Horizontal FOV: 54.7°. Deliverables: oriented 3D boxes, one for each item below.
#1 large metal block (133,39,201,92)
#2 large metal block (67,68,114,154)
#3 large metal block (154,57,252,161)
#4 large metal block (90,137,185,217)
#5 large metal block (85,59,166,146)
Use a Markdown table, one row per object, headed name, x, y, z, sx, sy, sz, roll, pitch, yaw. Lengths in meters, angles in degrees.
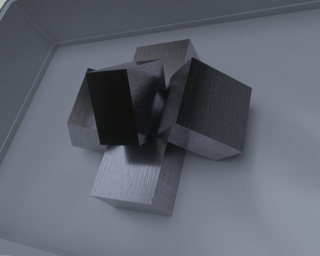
| name | x | y | z | sx | sy | sz | roll | pitch | yaw |
| --- | --- | --- | --- | --- | --- | --- | --- | --- | --- |
| large metal block | 0.006 | -0.069 | 0.424 | 0.080 | 0.050 | 0.080 | -1 | 61 | 27 |
| large metal block | -0.083 | -0.019 | 0.415 | 0.050 | 0.080 | 0.080 | 15 | 65 | -5 |
| large metal block | 0.049 | -0.018 | 0.345 | 0.050 | 0.080 | 0.080 | -33 | 38 | 60 |
| large metal block | -0.024 | 0.054 | 0.368 | 0.080 | 0.050 | 0.080 | 1 | 62 | 28 |
| large metal block | -0.032 | -0.032 | 0.354 | 0.050 | 0.079 | 0.080 | 0 | 18 | 27 |
